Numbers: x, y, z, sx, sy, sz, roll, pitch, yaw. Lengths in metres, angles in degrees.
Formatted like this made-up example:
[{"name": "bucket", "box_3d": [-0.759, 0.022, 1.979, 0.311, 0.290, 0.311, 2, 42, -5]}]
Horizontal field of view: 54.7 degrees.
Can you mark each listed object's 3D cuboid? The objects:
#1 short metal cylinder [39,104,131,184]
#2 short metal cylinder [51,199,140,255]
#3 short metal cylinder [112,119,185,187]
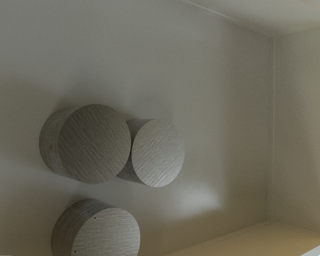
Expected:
[{"name": "short metal cylinder", "box_3d": [-0.078, 0.016, 0.326, 0.081, 0.050, 0.079, 0, 90, -40]}, {"name": "short metal cylinder", "box_3d": [-0.069, 0.122, 0.335, 0.081, 0.050, 0.079, 0, 90, -40]}, {"name": "short metal cylinder", "box_3d": [-0.016, 0.029, 0.379, 0.081, 0.050, 0.079, 0, 90, -40]}]
